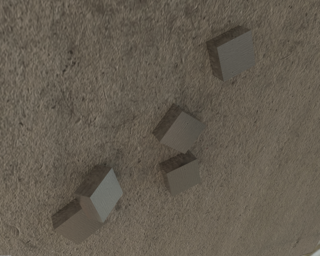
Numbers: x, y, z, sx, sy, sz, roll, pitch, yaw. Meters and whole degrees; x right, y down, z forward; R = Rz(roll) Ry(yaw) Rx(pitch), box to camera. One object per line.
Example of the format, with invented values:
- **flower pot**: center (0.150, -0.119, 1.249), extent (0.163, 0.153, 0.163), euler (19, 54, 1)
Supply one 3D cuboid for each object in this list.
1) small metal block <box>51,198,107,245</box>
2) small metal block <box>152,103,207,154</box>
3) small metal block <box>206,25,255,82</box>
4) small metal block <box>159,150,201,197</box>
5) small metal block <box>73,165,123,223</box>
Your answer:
- **small metal block**: center (-0.110, 0.126, 0.424), extent (0.050, 0.025, 0.050), euler (-38, 129, -3)
- **small metal block**: center (0.026, 0.002, 0.422), extent (0.050, 0.025, 0.050), euler (28, 103, -38)
- **small metal block**: center (0.092, -0.095, 0.398), extent (0.050, 0.025, 0.050), euler (-29, 128, -10)
- **small metal block**: center (0.031, 0.068, 0.466), extent (0.050, 0.025, 0.050), euler (-24, 127, -14)
- **small metal block**: center (-0.078, 0.084, 0.399), extent (0.050, 0.025, 0.050), euler (-56, 143, -42)
